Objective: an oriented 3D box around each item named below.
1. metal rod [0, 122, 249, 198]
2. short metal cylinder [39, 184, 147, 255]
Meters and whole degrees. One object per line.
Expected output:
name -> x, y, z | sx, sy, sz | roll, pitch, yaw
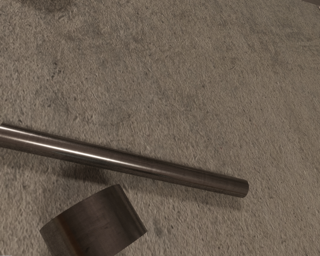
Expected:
metal rod -> -0.026, 0.044, 0.364 | 0.302, 0.025, 0.025 | 15, 56, -20
short metal cylinder -> -0.059, 0.094, 0.281 | 0.081, 0.080, 0.050 | -24, 75, -37
